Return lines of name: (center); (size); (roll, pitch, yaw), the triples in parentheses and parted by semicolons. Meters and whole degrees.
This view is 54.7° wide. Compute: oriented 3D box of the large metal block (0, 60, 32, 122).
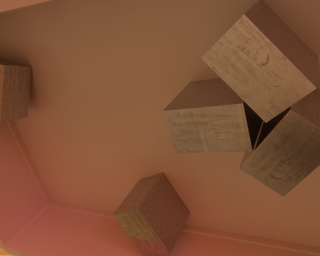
large metal block: (-0.247, -0.061, 0.466); (0.080, 0.050, 0.079); (15, 104, 19)

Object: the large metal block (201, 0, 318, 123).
large metal block: (0.095, -0.064, 0.283); (0.080, 0.080, 0.050); (44, 129, -3)

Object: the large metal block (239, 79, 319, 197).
large metal block: (0.130, 0.007, 0.308); (0.050, 0.080, 0.079); (33, 129, 6)

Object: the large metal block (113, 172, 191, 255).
large metal block: (-0.009, 0.125, 0.454); (0.050, 0.080, 0.080); (-23, 106, 36)

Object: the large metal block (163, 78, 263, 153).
large metal block: (0.061, -0.017, 0.330); (0.080, 0.080, 0.050); (-4, 117, 29)
